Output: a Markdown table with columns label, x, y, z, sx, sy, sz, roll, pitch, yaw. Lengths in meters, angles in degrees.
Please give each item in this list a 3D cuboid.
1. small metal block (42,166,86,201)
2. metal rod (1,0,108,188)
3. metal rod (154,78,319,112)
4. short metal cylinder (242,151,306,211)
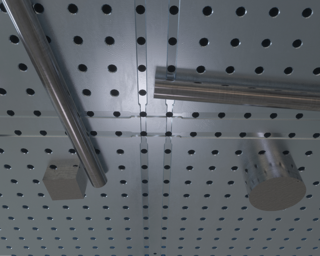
| label | x | y | z | sx | sy | sz | roll | pitch | yaw |
| --- | --- | --- | --- | --- | --- | --- | --- | --- | --- |
| small metal block | -0.148 | 0.087 | 0.484 | 0.050 | 0.025 | 0.050 | -4 | 130 | 3 |
| metal rod | -0.119 | -0.028 | 0.386 | 0.025 | 0.025 | 0.298 | -8 | 130 | 6 |
| metal rod | 0.143 | -0.037 | 0.381 | 0.302 | 0.025 | 0.025 | 4 | 130 | -4 |
| short metal cylinder | 0.169 | 0.080 | 0.466 | 0.081 | 0.050 | 0.079 | 0 | 130 | 0 |
